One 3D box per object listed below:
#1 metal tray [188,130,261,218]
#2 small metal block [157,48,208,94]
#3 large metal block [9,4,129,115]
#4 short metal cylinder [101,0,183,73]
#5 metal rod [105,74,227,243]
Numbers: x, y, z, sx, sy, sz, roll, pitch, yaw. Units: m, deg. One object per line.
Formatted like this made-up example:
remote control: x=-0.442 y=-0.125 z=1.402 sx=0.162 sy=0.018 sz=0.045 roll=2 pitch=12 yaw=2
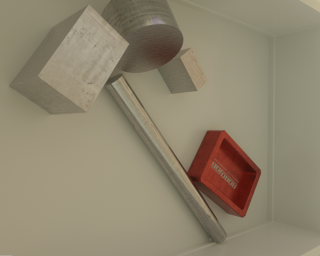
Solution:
metal tray: x=0.107 y=0.074 z=0.495 sx=0.130 sy=0.030 sz=0.090 roll=43 pitch=64 yaw=-32
small metal block: x=0.028 y=-0.075 z=0.416 sx=0.025 sy=0.050 sz=0.050 roll=-47 pitch=118 yaw=-30
large metal block: x=-0.088 y=-0.060 z=0.298 sx=0.050 sy=0.080 sz=0.080 roll=41 pitch=65 yaw=-33
short metal cylinder: x=-0.020 y=-0.106 z=0.346 sx=0.081 sy=0.080 sz=0.050 roll=-1 pitch=62 yaw=-40
metal rod: x=0.020 y=0.057 z=0.425 sx=0.025 sy=0.025 sz=0.299 roll=-48 pitch=119 yaw=-29
